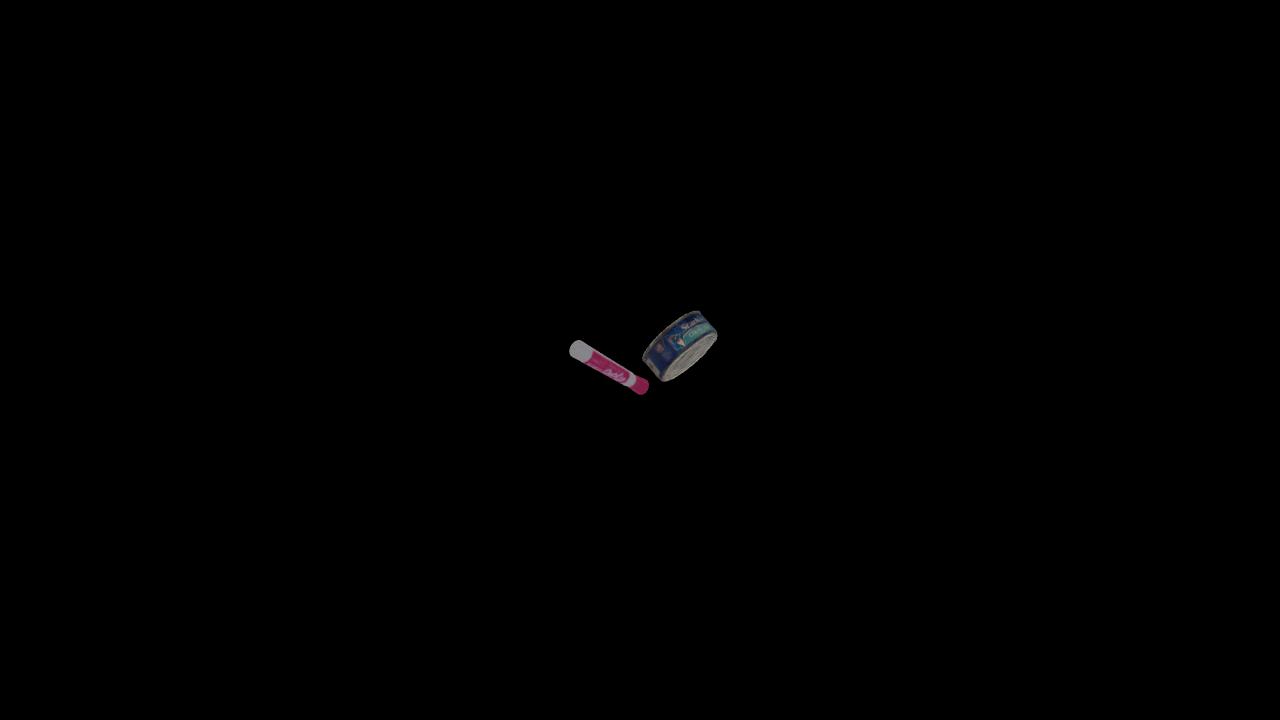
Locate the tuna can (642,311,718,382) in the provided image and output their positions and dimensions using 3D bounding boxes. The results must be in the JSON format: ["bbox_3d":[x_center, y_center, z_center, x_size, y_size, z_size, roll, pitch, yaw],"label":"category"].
[{"bbox_3d":[0.045,-0.014,0.679,0.084,0.034,0.084,-37,-16,-12],"label":"tuna can"}]

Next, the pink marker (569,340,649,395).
[{"bbox_3d":[-0.029,0.011,0.653,0.020,0.020,0.121,0,-22,39],"label":"pink marker"}]
